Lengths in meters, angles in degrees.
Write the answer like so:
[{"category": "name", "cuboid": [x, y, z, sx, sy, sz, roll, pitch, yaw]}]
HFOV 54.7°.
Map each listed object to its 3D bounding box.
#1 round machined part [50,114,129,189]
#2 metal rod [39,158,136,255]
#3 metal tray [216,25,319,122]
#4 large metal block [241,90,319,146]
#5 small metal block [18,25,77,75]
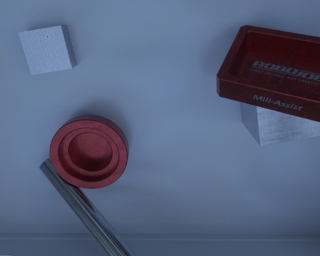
[{"category": "round machined part", "cuboid": [-0.090, 0.028, 0.411, 0.099, 0.042, 0.097, 0, 110, -1]}, {"category": "metal rod", "cuboid": [-0.054, 0.150, 0.386, 0.300, 0.025, 0.025, 45, 106, 17]}, {"category": "metal tray", "cuboid": [0.137, -0.061, 0.331, 0.130, 0.090, 0.030, 18, 151, 21]}, {"category": "large metal block", "cuboid": [0.147, -0.023, 0.376, 0.080, 0.080, 0.050, -11, 110, 3]}, {"category": "small metal block", "cuboid": [-0.134, -0.095, 0.375, 0.050, 0.025, 0.050, -9, 110, 3]}]
